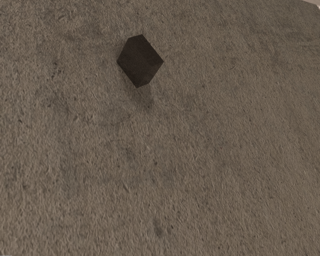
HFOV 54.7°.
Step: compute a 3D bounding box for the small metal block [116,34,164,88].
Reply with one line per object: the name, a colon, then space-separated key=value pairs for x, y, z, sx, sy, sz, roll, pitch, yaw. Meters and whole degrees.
small metal block: x=-0.029 y=-0.092 z=0.430 sx=0.025 sy=0.050 sz=0.050 roll=-30 pitch=79 yaw=-38
